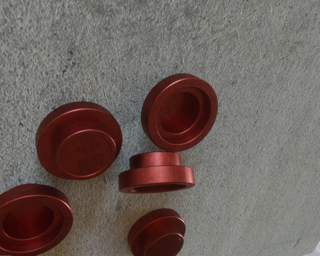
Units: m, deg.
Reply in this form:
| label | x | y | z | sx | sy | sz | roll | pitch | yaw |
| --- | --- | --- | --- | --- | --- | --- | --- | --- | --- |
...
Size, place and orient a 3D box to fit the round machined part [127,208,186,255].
| label | x | y | z | sx | sy | sz | roll | pitch | yaw |
| --- | --- | --- | --- | --- | --- | --- | --- | --- | --- |
| round machined part | 0.000 | 0.184 | 0.509 | 0.099 | 0.042 | 0.097 | -14 | 124 | -21 |

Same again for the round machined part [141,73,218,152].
| label | x | y | z | sx | sy | sz | roll | pitch | yaw |
| --- | --- | --- | --- | --- | --- | --- | --- | --- | --- |
| round machined part | 0.021 | -0.022 | 0.390 | 0.099 | 0.042 | 0.097 | -13 | 121 | -23 |

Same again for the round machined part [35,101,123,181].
| label | x | y | z | sx | sy | sz | roll | pitch | yaw |
| --- | --- | --- | --- | --- | --- | --- | --- | --- | --- |
| round machined part | -0.090 | 0.022 | 0.360 | 0.099 | 0.042 | 0.097 | -14 | 124 | -21 |

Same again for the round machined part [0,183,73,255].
| label | x | y | z | sx | sy | sz | roll | pitch | yaw |
| --- | --- | --- | --- | --- | --- | --- | --- | --- | --- |
| round machined part | -0.159 | 0.106 | 0.375 | 0.099 | 0.042 | 0.097 | -14 | 124 | -21 |

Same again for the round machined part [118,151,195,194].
| label | x | y | z | sx | sy | sz | roll | pitch | yaw |
| --- | --- | --- | --- | --- | --- | --- | --- | --- | --- |
| round machined part | -0.005 | 0.059 | 0.407 | 0.099 | 0.042 | 0.098 | -4 | 162 | -1 |
